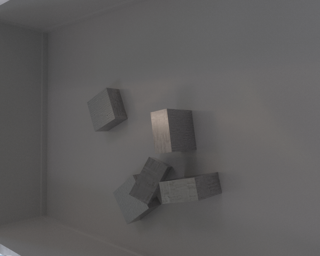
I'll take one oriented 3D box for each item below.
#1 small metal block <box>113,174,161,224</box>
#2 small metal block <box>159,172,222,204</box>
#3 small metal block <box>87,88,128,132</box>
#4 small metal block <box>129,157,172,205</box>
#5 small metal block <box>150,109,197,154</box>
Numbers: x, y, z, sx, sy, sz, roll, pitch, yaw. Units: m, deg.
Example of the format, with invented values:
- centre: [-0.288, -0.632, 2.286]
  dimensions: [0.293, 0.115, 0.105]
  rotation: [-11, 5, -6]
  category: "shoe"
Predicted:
- centre: [-0.033, 0.099, 0.434]
  dimensions: [0.050, 0.025, 0.050]
  rotation: [-44, 64, 31]
  category: "small metal block"
- centre: [0.036, 0.070, 0.361]
  dimensions: [0.050, 0.050, 0.025]
  rotation: [-16, 80, 39]
  category: "small metal block"
- centre: [-0.081, -0.027, 0.474]
  dimensions: [0.050, 0.025, 0.050]
  rotation: [-29, 72, 36]
  category: "small metal block"
- centre: [-0.010, 0.064, 0.386]
  dimensions: [0.025, 0.050, 0.050]
  rotation: [28, 87, 10]
  category: "small metal block"
- centre: [0.017, 0.004, 0.376]
  dimensions: [0.025, 0.050, 0.050]
  rotation: [-11, 83, 39]
  category: "small metal block"
